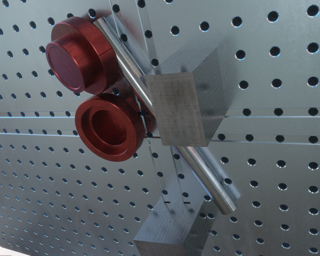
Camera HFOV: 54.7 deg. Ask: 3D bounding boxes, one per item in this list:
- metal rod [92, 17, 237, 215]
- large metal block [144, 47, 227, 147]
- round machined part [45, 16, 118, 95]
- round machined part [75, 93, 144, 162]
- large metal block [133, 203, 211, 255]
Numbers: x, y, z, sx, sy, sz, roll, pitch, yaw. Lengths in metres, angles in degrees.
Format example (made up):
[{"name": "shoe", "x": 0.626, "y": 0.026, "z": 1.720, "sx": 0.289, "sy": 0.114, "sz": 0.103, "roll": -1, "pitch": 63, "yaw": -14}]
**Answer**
[{"name": "metal rod", "x": 0.010, "y": -0.007, "z": 0.401, "sx": 0.025, "sy": 0.025, "sz": 0.299, "roll": -28, "pitch": 104, "yaw": 37}, {"name": "large metal block", "x": 0.033, "y": -0.035, "z": 0.337, "sx": 0.050, "sy": 0.080, "sz": 0.080, "roll": 0, "pitch": 118, "yaw": 28}, {"name": "round machined part", "x": -0.102, "y": -0.083, "z": 0.385, "sx": 0.098, "sy": 0.042, "sz": 0.097, "roll": 29, "pitch": 143, "yaw": 25}, {"name": "round machined part", "x": -0.065, "y": -0.005, "z": 0.432, "sx": 0.098, "sy": 0.042, "sz": 0.097, "roll": 13, "pitch": 124, "yaw": 21}, {"name": "large metal block", "x": 0.021, "y": 0.159, "z": 0.463, "sx": 0.080, "sy": 0.080, "sz": 0.050, "roll": -7, "pitch": 115, "yaw": 31}]
